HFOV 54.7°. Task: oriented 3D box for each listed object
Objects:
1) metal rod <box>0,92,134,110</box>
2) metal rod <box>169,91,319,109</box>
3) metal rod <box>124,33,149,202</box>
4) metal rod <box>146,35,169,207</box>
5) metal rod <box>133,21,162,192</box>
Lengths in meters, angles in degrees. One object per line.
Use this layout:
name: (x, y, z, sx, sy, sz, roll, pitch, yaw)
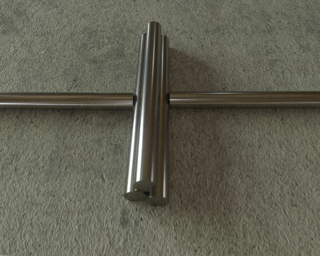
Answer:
metal rod: (-0.188, -0.038, 0.434, 0.302, 0.025, 0.025, 0, 50, 0)
metal rod: (0.164, -0.040, 0.440, 0.302, 0.025, 0.025, 0, 50, -1)
metal rod: (-0.024, -0.039, 0.438, 0.025, 0.025, 0.300, 1, 50, 0)
metal rod: (0.000, -0.034, 0.434, 0.025, 0.025, 0.300, 1, 50, 0)
metal rod: (-0.013, -0.053, 0.423, 0.025, 0.025, 0.300, 1, 50, 0)
